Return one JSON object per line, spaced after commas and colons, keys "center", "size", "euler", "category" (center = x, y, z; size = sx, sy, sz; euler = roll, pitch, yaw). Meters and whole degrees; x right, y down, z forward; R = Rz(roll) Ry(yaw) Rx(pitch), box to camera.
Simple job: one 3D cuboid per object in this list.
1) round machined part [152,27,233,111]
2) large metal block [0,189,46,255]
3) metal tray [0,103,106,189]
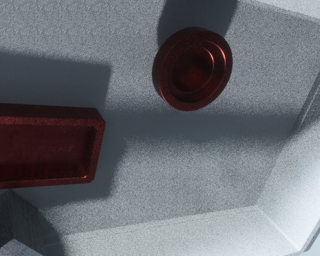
{"center": [0.035, -0.073, 0.373], "size": [0.099, 0.042, 0.097], "euler": [-14, 125, -21], "category": "round machined part"}
{"center": [-0.186, 0.131, 0.353], "size": [0.080, 0.080, 0.050], "euler": [-36, 129, -5], "category": "large metal block"}
{"center": [-0.134, 0.021, 0.345], "size": [0.131, 0.030, 0.089], "euler": [1, 118, -30], "category": "metal tray"}
